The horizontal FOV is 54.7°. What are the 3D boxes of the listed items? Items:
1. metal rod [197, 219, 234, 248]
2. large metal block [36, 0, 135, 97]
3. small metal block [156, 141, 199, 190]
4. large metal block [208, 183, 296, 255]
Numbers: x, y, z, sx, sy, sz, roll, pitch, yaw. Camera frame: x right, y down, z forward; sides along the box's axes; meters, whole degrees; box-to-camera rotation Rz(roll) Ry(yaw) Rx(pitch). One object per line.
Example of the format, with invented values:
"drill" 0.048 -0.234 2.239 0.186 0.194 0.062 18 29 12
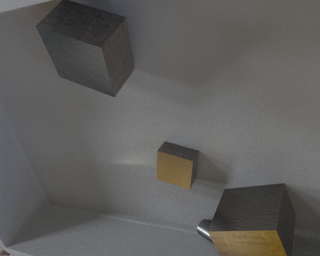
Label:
"metal rod" 0.154 0.180 0.352 0.300 0.025 0.025 19 131 51
"large metal block" -0.081 -0.091 0.359 0.080 0.050 0.080 21 151 15
"small metal block" 0.024 0.051 0.427 0.050 0.025 0.050 15 125 19
"large metal block" 0.116 0.117 0.384 0.080 0.080 0.050 -14 111 33
